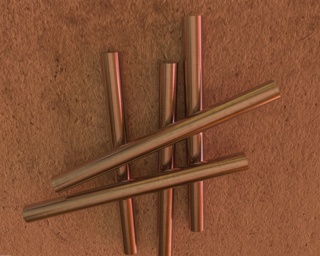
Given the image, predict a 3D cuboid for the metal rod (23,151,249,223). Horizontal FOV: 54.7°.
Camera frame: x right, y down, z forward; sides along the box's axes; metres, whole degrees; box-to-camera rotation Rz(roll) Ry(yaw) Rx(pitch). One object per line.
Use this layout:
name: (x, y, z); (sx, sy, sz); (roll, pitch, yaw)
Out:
metal rod: (-0.035, 0.080, 0.410); (0.301, 0.025, 0.025); (-15, 110, 5)

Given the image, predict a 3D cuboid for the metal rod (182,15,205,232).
metal rod: (0.046, 0.009, 0.413); (0.025, 0.025, 0.298); (-3, 110, 1)

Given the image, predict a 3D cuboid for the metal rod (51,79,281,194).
metal rod: (0.000, 0.014, 0.386); (0.301, 0.025, 0.025); (-24, 109, 8)

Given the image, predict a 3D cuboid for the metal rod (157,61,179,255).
metal rod: (0.009, 0.059, 0.431); (0.025, 0.025, 0.298); (1, 110, 0)

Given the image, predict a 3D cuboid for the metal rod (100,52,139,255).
metal rod: (-0.053, 0.047, 0.426); (0.025, 0.025, 0.298); (-3, 110, 1)
